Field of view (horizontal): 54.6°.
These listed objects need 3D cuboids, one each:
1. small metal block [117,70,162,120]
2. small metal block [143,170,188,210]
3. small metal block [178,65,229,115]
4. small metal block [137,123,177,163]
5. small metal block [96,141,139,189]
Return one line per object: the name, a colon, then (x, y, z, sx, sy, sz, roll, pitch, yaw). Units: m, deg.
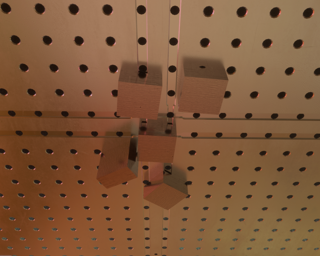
small metal block: (-0.025, -0.039, 0.378, 0.050, 0.025, 0.050, 6, 130, -5)
small metal block: (0.009, 0.101, 0.497, 0.050, 0.025, 0.050, 31, 123, -24)
small metal block: (0.050, -0.045, 0.374, 0.050, 0.025, 0.050, 4, 130, -4)
small metal block: (-0.005, 0.021, 0.429, 0.050, 0.025, 0.050, 3, 130, -3)
small metal block: (-0.058, 0.052, 0.439, 0.050, 0.050, 0.025, -23, 126, 18)
